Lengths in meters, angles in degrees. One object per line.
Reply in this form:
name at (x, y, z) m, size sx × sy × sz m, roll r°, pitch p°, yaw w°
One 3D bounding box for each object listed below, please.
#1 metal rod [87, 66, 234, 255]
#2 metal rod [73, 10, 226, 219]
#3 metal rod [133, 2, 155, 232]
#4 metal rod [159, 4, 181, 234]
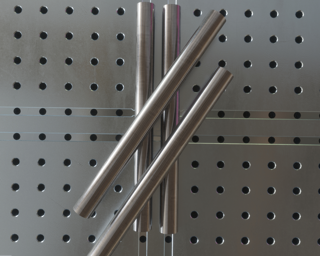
metal rod at (-0.003, 0.053, 0.388) m, size 0.025 × 0.025 × 0.299 m, roll 35°, pitch 90°, yaw 0°
metal rod at (-0.013, -0.017, 0.389) m, size 0.025 × 0.025 × 0.299 m, roll 35°, pitch 90°, yaw 0°
metal rod at (-0.021, -0.014, 0.414) m, size 0.025 × 0.025 × 0.298 m, roll 1°, pitch 90°, yaw 0°
metal rod at (0.014, -0.011, 0.414) m, size 0.025 × 0.025 × 0.298 m, roll 1°, pitch 90°, yaw 0°
